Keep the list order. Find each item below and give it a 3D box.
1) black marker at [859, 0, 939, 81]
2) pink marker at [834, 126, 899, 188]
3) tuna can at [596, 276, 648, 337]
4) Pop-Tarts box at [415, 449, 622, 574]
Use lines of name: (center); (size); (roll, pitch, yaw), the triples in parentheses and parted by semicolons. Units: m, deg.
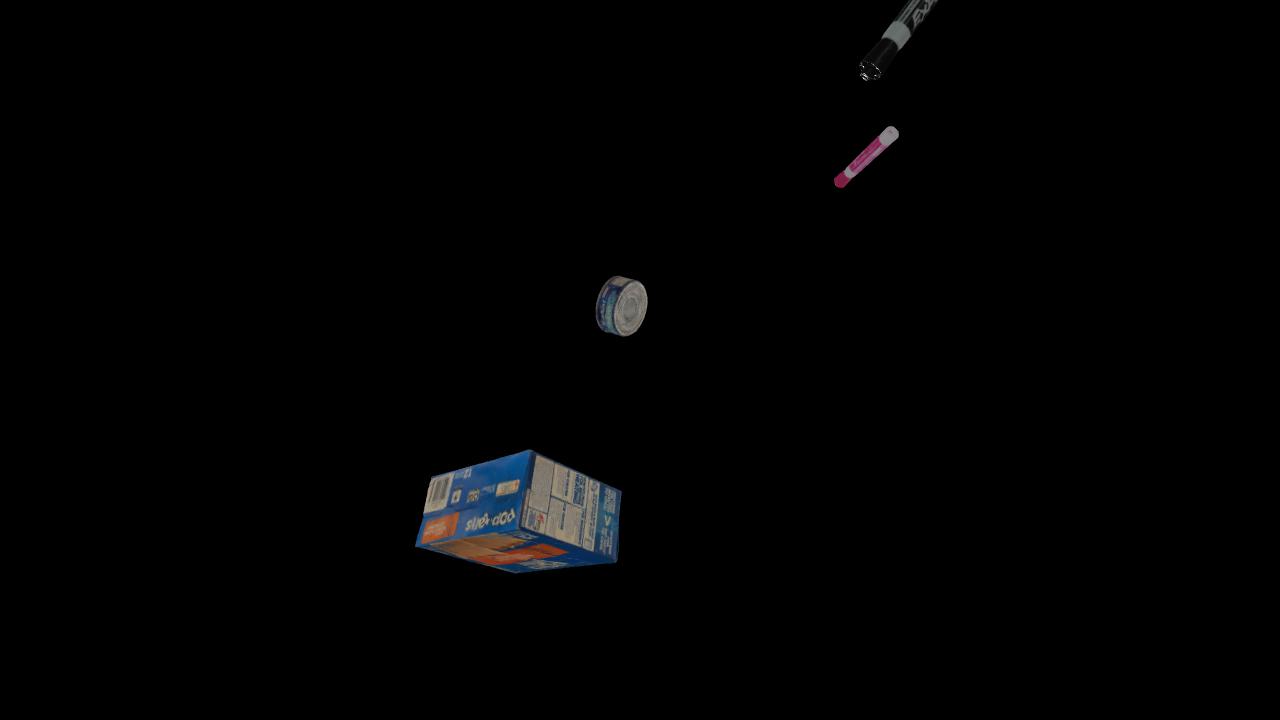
black marker: (0.203, -0.256, 0.451); (0.020, 0.121, 0.020); (37, 2, -1)
pink marker: (0.296, -0.265, 0.814); (0.020, 0.020, 0.121); (0, -16, -16)
tuna can: (-0.025, -0.076, 0.882); (0.034, 0.084, 0.084); (18, 10, 32)
Pop-Tarts box: (-0.128, 0.171, 0.664); (0.167, 0.083, 0.141); (-18, -37, 35)
